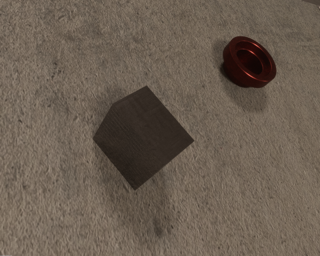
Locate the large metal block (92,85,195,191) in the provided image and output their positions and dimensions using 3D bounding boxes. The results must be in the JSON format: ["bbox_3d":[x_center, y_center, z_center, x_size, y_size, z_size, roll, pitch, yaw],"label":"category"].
[{"bbox_3d":[-0.022,0.013,0.350,0.050,0.080,0.080,-35,82,-39],"label":"large metal block"}]

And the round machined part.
[{"bbox_3d":[0.151,-0.110,0.544,0.099,0.042,0.098,14,56,-21],"label":"round machined part"}]
